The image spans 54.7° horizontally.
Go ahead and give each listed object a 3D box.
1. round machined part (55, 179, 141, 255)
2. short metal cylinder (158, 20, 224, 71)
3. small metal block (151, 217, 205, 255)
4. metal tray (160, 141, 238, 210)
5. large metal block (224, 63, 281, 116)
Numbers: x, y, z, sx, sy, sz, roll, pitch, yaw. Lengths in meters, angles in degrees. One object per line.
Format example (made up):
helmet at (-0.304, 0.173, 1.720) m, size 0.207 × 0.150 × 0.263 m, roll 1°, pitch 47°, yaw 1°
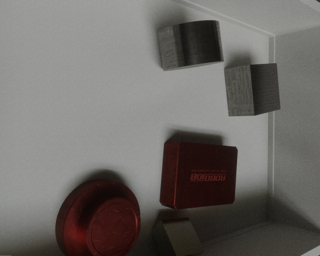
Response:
round machined part at (-0.061, 0.109, 0.346) m, size 0.099 × 0.042 × 0.097 m, roll 0°, pitch 90°, yaw -40°
short metal cylinder at (0.040, -0.106, 0.407) m, size 0.081 × 0.080 × 0.050 m, roll -15°, pitch 100°, yaw -39°
small metal block at (0.024, 0.149, 0.411) m, size 0.050 × 0.025 × 0.050 m, roll 8°, pitch 42°, yaw -40°
metal tray at (0.062, 0.068, 0.458) m, size 0.131 × 0.030 × 0.089 m, roll 7°, pitch 85°, yaw -40°
large metal block at (0.158, -0.065, 0.525) m, size 0.081 × 0.050 × 0.079 m, roll -12°, pitch 98°, yaw -40°
